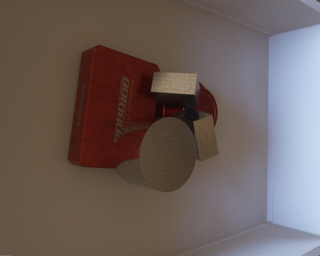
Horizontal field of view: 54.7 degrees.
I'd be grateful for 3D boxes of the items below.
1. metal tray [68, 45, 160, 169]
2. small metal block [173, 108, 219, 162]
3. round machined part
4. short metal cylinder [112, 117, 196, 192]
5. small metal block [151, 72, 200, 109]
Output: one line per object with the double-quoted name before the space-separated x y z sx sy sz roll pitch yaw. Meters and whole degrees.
"metal tray" -0.050 -0.019 0.358 0.091 0.030 0.129 10 84 -40
"small metal block" 0.043 0.007 0.375 0.025 0.050 0.050 -19 110 -20
"round machined part" 0.043 -0.021 0.431 0.099 0.042 0.097 0 90 -40
"short metal cylinder" -0.005 0.028 0.347 0.081 0.050 0.079 0 90 -40
"small metal block" 0.021 -0.045 0.374 0.050 0.050 0.025 54 43 -71
